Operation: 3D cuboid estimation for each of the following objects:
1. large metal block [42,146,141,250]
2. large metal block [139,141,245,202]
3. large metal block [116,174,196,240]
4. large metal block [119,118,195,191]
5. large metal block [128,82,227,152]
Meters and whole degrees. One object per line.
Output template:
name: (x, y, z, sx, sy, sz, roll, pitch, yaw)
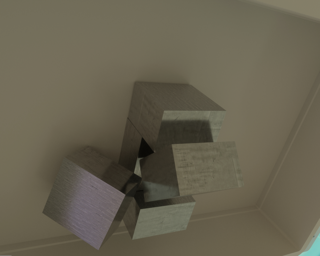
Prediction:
large metal block: (-0.080, 0.080, 0.368, 0.079, 0.080, 0.050, -64, 169, 18)
large metal block: (0.032, 0.050, 0.349, 0.081, 0.080, 0.050, -1, 74, -29)
large metal block: (-0.011, 0.099, 0.427, 0.081, 0.080, 0.050, 0, 118, -29)
large metal block: (-0.005, 0.033, 0.412, 0.081, 0.050, 0.079, -1, 119, -29)
large metal block: (0.017, -0.016, 0.371, 0.081, 0.080, 0.050, -1, 119, -28)
